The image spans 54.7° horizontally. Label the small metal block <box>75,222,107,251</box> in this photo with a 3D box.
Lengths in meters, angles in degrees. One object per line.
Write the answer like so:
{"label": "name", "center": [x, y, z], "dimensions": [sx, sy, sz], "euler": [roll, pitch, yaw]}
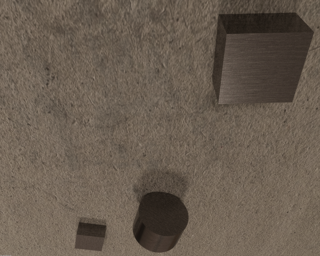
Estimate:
{"label": "small metal block", "center": [-0.130, 0.204, 0.579], "dimensions": [0.050, 0.025, 0.050], "euler": [10, 129, -9]}

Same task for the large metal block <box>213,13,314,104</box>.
{"label": "large metal block", "center": [0.103, -0.073, 0.330], "dimensions": [0.081, 0.050, 0.079], "euler": [-1, 130, 0]}

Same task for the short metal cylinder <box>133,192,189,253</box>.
{"label": "short metal cylinder", "center": [0.000, 0.151, 0.500], "dimensions": [0.081, 0.080, 0.050], "euler": [11, 129, -9]}
